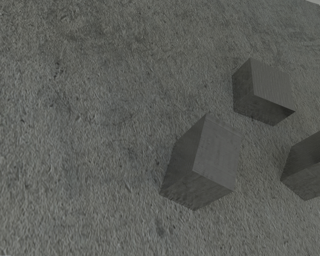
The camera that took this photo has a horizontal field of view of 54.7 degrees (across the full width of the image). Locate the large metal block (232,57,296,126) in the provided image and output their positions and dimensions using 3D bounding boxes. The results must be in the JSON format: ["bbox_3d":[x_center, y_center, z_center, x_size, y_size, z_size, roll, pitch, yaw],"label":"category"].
[{"bbox_3d":[0.170,-0.059,0.515,0.081,0.050,0.080,18,55,-18],"label":"large metal block"}]

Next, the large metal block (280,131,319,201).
[{"bbox_3d":[0.237,0.053,0.463,0.050,0.080,0.080,40,51,-1],"label":"large metal block"}]

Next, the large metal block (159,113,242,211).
[{"bbox_3d":[0.048,0.042,0.368,0.050,0.080,0.080,28,52,-11],"label":"large metal block"}]
